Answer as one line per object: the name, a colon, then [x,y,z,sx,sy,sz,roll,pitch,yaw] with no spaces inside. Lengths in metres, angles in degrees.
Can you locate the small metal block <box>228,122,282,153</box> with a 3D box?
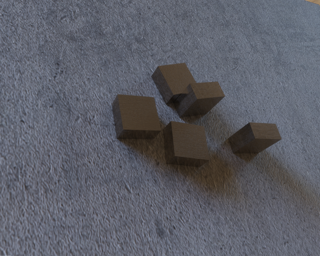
small metal block: [0.138,0.016,0.452,0.050,0.050,0.025,2,61,-27]

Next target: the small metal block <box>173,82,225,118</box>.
small metal block: [0.055,-0.040,0.442,0.050,0.050,0.025,-9,66,-32]

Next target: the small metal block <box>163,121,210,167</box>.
small metal block: [0.034,0.022,0.408,0.050,0.025,0.050,9,58,-24]

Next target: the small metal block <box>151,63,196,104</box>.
small metal block: [0.023,-0.066,0.456,0.050,0.025,0.050,-15,70,-34]

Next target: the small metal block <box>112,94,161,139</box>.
small metal block: [-0.031,-0.014,0.395,0.050,0.025,0.050,2,61,-27]
